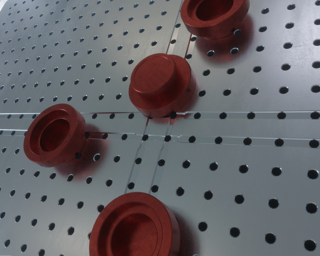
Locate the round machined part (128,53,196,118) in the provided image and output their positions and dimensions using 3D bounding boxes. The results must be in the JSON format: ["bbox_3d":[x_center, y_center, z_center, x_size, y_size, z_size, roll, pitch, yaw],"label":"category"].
[{"bbox_3d":[-0.003,-0.067,0.441,0.098,0.042,0.098,-13,56,21],"label":"round machined part"}]

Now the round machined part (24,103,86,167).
[{"bbox_3d":[-0.153,0.015,0.470,0.098,0.042,0.098,-13,56,21],"label":"round machined part"}]

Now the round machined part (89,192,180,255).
[{"bbox_3d":[-0.024,0.123,0.335,0.098,0.042,0.098,-13,56,21],"label":"round machined part"}]

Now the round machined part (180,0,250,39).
[{"bbox_3d":[0.084,-0.171,0.459,0.098,0.042,0.098,-13,56,21],"label":"round machined part"}]
